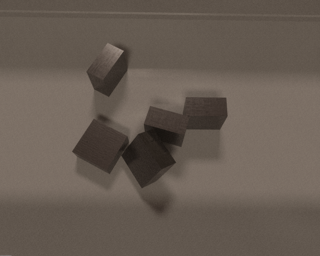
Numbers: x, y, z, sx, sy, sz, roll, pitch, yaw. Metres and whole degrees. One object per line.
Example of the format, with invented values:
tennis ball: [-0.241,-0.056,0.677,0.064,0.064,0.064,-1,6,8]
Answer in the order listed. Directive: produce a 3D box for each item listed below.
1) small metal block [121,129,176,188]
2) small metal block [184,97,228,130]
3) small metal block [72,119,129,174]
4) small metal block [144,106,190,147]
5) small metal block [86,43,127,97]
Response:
small metal block: [-0.015,0.038,0.380,0.025,0.050,0.050,-18,67,-44]
small metal block: [0.057,-0.018,0.404,0.050,0.050,0.025,1,70,0]
small metal block: [-0.075,0.024,0.400,0.050,0.025,0.050,27,72,9]
small metal block: [0.008,-0.001,0.397,0.050,0.050,0.025,15,71,5]
small metal block: [-0.071,-0.078,0.424,0.025,0.050,0.050,28,72,9]
